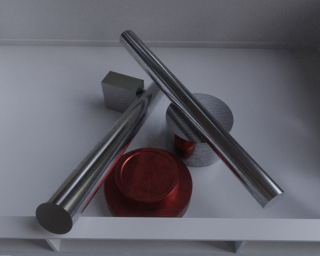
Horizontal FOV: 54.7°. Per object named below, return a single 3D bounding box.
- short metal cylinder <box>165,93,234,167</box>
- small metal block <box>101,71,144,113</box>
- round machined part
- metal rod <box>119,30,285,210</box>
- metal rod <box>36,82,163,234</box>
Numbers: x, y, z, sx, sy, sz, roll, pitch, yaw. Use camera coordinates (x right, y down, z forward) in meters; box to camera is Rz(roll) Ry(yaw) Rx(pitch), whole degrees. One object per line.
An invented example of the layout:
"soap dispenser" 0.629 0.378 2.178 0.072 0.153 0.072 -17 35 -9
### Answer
"short metal cylinder" 0.047 0.002 0.388 0.081 0.050 0.080 0 50 0
"small metal block" -0.049 -0.046 0.427 0.050 0.050 0.025 17 52 13
"round machined part" -0.013 0.060 0.343 0.099 0.042 0.098 0 50 0
"metal rod" 0.029 -0.032 0.367 0.025 0.025 0.300 -24 54 -19
"metal rod" -0.033 -0.003 0.327 0.025 0.025 0.301 11 26 9
